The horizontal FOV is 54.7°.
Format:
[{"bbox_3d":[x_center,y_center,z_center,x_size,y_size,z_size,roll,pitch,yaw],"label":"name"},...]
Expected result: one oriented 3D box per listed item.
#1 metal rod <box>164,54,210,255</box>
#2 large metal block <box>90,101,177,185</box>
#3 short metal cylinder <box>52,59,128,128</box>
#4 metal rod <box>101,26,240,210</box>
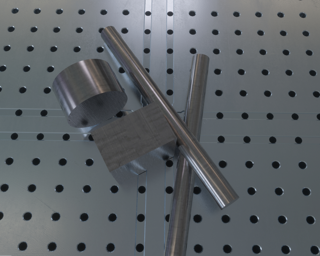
[{"bbox_3d":[0.036,0.038,0.397,0.025,0.025,0.299,9,70,3],"label":"metal rod"},{"bbox_3d":[-0.029,0.021,0.375,0.080,0.080,0.050,-27,73,-9],"label":"large metal block"},{"bbox_3d":[-0.089,-0.043,0.398,0.080,0.080,0.050,-26,72,-9],"label":"short metal cylinder"},{"bbox_3d":[0.000,-0.029,0.403,0.025,0.025,0.299,-30,66,-10],"label":"metal rod"}]
